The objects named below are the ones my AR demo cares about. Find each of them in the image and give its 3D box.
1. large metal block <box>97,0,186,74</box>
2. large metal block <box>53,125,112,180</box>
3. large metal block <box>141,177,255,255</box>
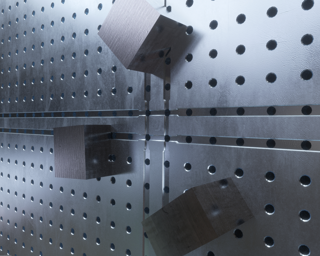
[{"bbox_3d":[-0.027,-0.131,0.413,0.080,0.050,0.080,52,120,27],"label":"large metal block"},{"bbox_3d":[-0.123,0.037,0.492,0.080,0.050,0.080,-4,87,39],"label":"large metal block"},{"bbox_3d":[0.042,0.100,0.338,0.080,0.081,0.050,-42,65,31],"label":"large metal block"}]
